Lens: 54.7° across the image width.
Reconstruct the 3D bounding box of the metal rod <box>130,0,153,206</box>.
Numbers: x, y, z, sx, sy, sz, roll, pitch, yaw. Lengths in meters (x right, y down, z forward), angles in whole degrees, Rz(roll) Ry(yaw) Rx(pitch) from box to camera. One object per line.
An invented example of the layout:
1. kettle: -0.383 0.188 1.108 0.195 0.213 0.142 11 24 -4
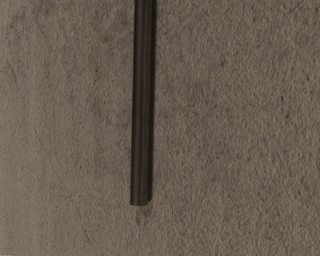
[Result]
1. metal rod: -0.025 -0.045 0.423 0.025 0.025 0.298 2 92 39
